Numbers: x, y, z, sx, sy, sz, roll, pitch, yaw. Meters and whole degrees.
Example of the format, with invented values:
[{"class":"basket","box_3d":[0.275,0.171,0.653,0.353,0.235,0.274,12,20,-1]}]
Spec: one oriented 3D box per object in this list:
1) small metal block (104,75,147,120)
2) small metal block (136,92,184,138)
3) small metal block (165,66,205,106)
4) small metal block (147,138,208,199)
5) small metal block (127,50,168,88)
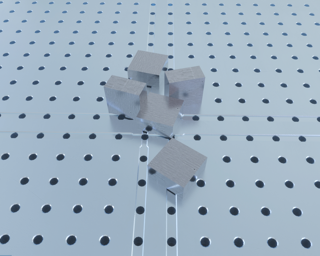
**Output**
[{"class":"small metal block","box_3d":[-0.046,-0.041,0.426,0.050,0.050,0.025,15,52,13]},{"class":"small metal block","box_3d":[0.001,-0.018,0.423,0.050,0.025,0.050,15,52,12]},{"class":"small metal block","box_3d":[0.034,-0.057,0.440,0.050,0.050,0.025,-11,51,-9]},{"class":"small metal block","box_3d":[0.021,0.046,0.369,0.050,0.025,0.050,29,56,22]},{"class":"small metal block","box_3d":[-0.018,-0.093,0.486,0.050,0.025,0.050,13,51,10]}]
